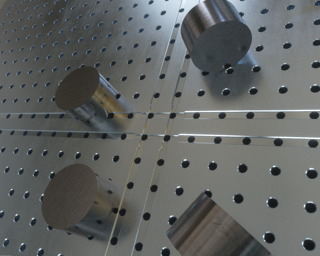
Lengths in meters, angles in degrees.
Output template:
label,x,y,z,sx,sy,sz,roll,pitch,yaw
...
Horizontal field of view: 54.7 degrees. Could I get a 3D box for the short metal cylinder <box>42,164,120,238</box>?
label,x,y,z,sx,sy,sz,roll,pitch,yaw
short metal cylinder,-0.098,0.091,0.388,0.080,0.050,0.080,-13,56,21

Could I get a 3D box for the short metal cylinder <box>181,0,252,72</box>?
label,x,y,z,sx,sy,sz,roll,pitch,yaw
short metal cylinder,0.073,-0.121,0.409,0.080,0.080,0.050,-25,53,12

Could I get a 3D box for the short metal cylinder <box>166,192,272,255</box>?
label,x,y,z,sx,sy,sz,roll,pitch,yaw
short metal cylinder,0.052,0.104,0.282,0.050,0.080,0.080,-47,51,-5

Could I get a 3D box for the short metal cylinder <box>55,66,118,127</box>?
label,x,y,z,sx,sy,sz,roll,pitch,yaw
short metal cylinder,-0.114,-0.049,0.482,0.080,0.050,0.080,-13,56,21
